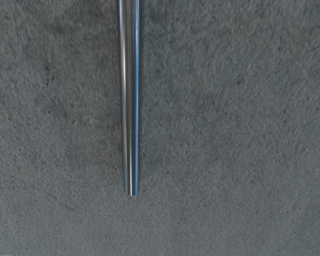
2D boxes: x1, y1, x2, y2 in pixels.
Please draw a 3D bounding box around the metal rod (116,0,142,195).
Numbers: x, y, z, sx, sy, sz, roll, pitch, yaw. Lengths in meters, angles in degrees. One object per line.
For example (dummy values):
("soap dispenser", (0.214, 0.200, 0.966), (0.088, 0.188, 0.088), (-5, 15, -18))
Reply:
("metal rod", (-0.037, -0.017, 0.392), (0.025, 0.025, 0.298), (2, 130, -2))
